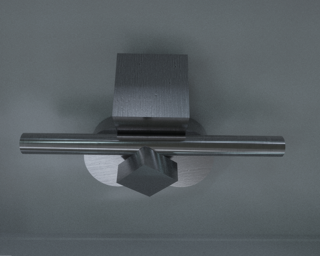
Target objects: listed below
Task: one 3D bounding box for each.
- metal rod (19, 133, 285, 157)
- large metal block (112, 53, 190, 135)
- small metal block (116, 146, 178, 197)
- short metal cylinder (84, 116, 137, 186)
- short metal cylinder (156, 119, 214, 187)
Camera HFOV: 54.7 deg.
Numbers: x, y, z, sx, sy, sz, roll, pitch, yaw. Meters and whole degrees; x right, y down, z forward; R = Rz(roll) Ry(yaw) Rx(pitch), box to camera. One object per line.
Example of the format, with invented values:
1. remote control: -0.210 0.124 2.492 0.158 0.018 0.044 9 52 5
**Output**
1. metal rod: -0.008 0.020 0.364 0.302 0.025 0.025 1 110 -1
2. large metal block: -0.009 -0.038 0.360 0.081 0.050 0.080 1 67 -1
3. small metal block: -0.015 0.053 0.364 0.050 0.025 0.050 30 130 -30
4. short metal cylinder: -0.054 0.029 0.407 0.081 0.050 0.079 0 110 -1
5. short metal cylinder: 0.027 0.030 0.408 0.081 0.050 0.079 0 110 -1
